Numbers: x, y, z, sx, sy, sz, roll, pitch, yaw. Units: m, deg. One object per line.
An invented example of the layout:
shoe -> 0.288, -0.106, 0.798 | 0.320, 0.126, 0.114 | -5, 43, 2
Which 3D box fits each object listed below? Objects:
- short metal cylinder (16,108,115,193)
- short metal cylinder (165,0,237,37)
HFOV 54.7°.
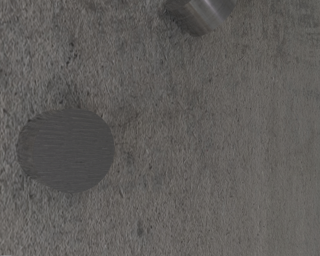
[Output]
short metal cylinder -> -0.094, 0.021, 0.310 | 0.081, 0.050, 0.080 | 0, 90, -40
short metal cylinder -> 0.054, -0.170, 0.414 | 0.050, 0.080, 0.080 | 38, 67, -34
